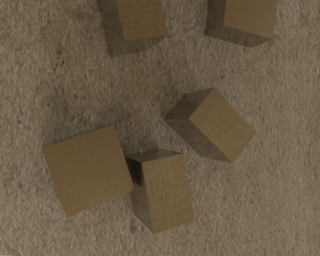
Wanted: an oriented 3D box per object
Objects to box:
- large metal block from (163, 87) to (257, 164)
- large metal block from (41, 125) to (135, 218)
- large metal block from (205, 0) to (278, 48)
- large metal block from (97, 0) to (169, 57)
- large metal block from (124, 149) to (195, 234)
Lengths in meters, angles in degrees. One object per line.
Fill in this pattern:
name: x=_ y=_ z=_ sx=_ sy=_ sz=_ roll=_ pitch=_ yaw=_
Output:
large metal block: x=0.062 y=-0.003 z=0.404 sx=0.080 sy=0.080 sz=0.050 roll=44 pitch=76 yaw=-15
large metal block: x=-0.085 y=0.046 z=0.365 sx=0.081 sy=0.050 sz=0.080 roll=-20 pitch=97 yaw=-19
large metal block: x=0.116 y=-0.168 z=0.440 sx=0.081 sy=0.050 sz=0.080 roll=8 pitch=87 yaw=-20
large metal block: x=-0.036 y=-0.136 z=0.367 sx=0.050 sy=0.080 sz=0.080 roll=-15 pitch=95 yaw=-20
large metal block: x=-0.004 y=0.072 z=0.380 sx=0.050 sy=0.080 sz=0.079 roll=-11 pitch=94 yaw=-20
